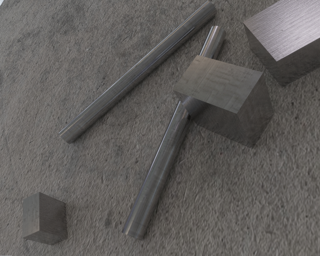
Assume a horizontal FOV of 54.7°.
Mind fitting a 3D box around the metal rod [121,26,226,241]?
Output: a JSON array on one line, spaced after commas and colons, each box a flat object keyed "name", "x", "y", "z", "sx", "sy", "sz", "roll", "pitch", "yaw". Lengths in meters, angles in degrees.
[{"name": "metal rod", "x": 0.026, "y": -0.008, "z": 0.395, "sx": 0.025, "sy": 0.025, "sz": 0.300, "roll": 11, "pitch": 67, "yaw": 33}]

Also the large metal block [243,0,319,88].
[{"name": "large metal block", "x": 0.159, "y": -0.109, "z": 0.371, "sx": 0.080, "sy": 0.050, "sz": 0.080, "roll": -29, "pitch": 52, "yaw": 9}]

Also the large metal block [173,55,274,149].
[{"name": "large metal block", "x": 0.073, "y": -0.029, "z": 0.348, "sx": 0.080, "sy": 0.080, "sz": 0.050, "roll": 26, "pitch": 76, "yaw": 37}]

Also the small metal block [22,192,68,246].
[{"name": "small metal block", "x": -0.145, "y": 0.116, "z": 0.393, "sx": 0.025, "sy": 0.050, "sz": 0.050, "roll": -26, "pitch": 53, "yaw": 12}]

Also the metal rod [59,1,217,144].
[{"name": "metal rod", "x": -0.033, "y": -0.085, "z": 0.472, "sx": 0.300, "sy": 0.025, "sz": 0.025, "roll": -42, "pitch": 51, "yaw": -1}]
